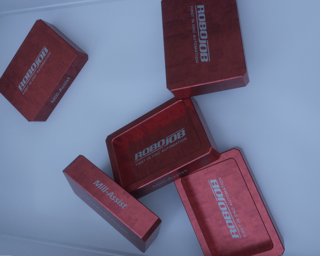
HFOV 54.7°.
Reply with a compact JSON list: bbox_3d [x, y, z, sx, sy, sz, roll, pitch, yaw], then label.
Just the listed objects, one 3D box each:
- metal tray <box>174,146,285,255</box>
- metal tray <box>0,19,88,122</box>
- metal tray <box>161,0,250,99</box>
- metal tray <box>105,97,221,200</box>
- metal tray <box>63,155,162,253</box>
[{"bbox_3d":[0.082,0.098,0.378,0.090,0.030,0.129,-25,82,18],"label":"metal tray"},{"bbox_3d":[-0.180,-0.085,0.470,0.090,0.030,0.130,42,103,15],"label":"metal tray"},{"bbox_3d":[0.052,-0.106,0.372,0.090,0.030,0.129,-9,72,19],"label":"metal tray"},{"bbox_3d":[-0.002,0.024,0.390,0.130,0.030,0.090,-29,58,17],"label":"metal tray"},{"bbox_3d":[-0.060,0.099,0.396,0.130,0.090,0.030,36,64,16],"label":"metal tray"}]
